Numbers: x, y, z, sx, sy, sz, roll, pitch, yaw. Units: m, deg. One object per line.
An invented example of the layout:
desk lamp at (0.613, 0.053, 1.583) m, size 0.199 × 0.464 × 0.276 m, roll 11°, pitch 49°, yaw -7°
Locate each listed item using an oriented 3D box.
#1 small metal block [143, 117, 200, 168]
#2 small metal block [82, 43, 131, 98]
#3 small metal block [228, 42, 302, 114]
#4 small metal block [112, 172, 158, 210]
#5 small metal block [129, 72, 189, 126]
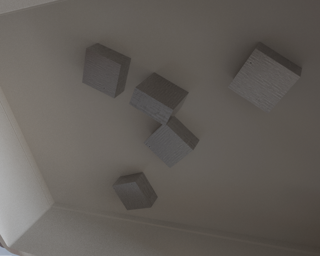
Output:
small metal block at (0.015, 0.018, 0.412) m, size 0.050 × 0.025 × 0.050 m, roll 44°, pitch 129°, yaw -3°
small metal block at (-0.070, -0.074, 0.400) m, size 0.050 × 0.025 × 0.050 m, roll 27°, pitch 128°, yaw 11°
small metal block at (0.108, -0.052, 0.320) m, size 0.050 × 0.025 × 0.050 m, roll 35°, pitch 129°, yaw 5°
small metal block at (-0.040, 0.101, 0.492) m, size 0.050 × 0.025 × 0.050 m, roll -17°, pitch 110°, yaw 34°
small metal block at (0.000, -0.036, 0.371) m, size 0.050 × 0.050 × 0.025 m, roll 32°, pitch 129°, yaw 7°
